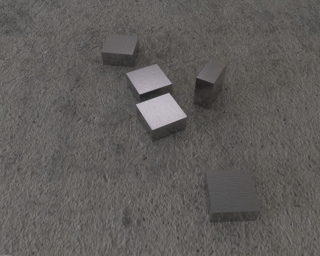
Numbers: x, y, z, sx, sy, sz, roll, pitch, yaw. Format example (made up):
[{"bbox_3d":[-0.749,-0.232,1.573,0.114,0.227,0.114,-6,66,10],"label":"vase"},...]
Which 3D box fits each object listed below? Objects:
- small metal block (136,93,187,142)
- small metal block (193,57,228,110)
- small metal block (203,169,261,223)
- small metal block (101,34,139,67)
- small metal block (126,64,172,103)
[{"bbox_3d":[0.002,-0.015,0.416,0.050,0.025,0.050,-21,53,-17],"label":"small metal block"},{"bbox_3d":[0.071,-0.063,0.440,0.025,0.050,0.050,23,54,18],"label":"small metal block"},{"bbox_3d":[0.077,0.074,0.341,0.050,0.025,0.050,-2,50,-2],"label":"small metal block"},{"bbox_3d":[-0.064,-0.128,0.510,0.050,0.025,0.050,6,50,5],"label":"small metal block"},{"bbox_3d":[-0.016,-0.064,0.456,0.050,0.025,0.050,-21,53,-17],"label":"small metal block"}]
